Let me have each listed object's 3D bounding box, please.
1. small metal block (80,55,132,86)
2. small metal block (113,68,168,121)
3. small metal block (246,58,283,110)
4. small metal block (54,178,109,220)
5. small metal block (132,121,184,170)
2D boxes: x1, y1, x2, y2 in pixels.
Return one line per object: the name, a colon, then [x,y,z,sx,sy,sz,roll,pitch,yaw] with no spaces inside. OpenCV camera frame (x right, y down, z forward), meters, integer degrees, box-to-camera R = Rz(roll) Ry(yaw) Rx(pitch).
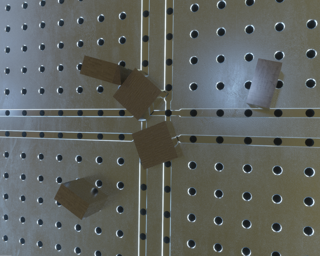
small metal block: [-0.071,-0.076,0.423,0.050,0.050,0.025,18,96,19]
small metal block: [-0.027,-0.045,0.421,0.050,0.025,0.050,43,103,14]
small metal block: [0.120,-0.048,0.357,0.025,0.050,0.050,16,95,19]
small metal block: [-0.110,0.098,0.437,0.050,0.050,0.025,31,100,17]
small metal block: [-0.003,0.023,0.413,0.050,0.025,0.050,-22,83,18]
